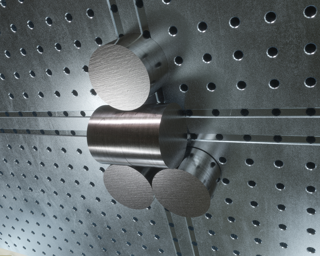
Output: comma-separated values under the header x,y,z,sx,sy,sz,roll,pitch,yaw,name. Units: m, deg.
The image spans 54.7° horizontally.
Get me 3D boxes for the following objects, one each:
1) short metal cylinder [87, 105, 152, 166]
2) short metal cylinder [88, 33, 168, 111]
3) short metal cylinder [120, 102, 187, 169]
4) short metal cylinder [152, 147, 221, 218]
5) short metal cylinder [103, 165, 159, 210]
x,y,z,sx,sy,sz,roll,pitch,yaw,name
-0.050,0.009,0.406,0.050,0.080,0.080,0,119,28,short metal cylinder
-0.037,-0.068,0.371,0.080,0.050,0.079,13,124,20,short metal cylinder
-0.005,0.009,0.383,0.050,0.080,0.080,0,119,28,short metal cylinder
0.036,0.073,0.418,0.080,0.050,0.079,13,124,20,short metal cylinder
-0.035,0.072,0.455,0.080,0.050,0.079,13,124,20,short metal cylinder
